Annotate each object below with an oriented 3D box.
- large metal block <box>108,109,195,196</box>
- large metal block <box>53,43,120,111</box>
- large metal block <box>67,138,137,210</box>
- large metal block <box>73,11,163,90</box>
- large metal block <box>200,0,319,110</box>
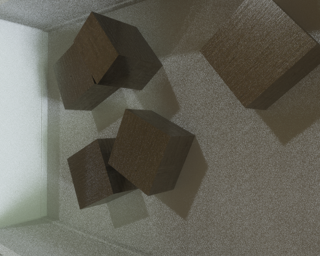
[{"bbox_3d":[-0.013,0.028,0.401,0.080,0.050,0.079,31,110,35],"label":"large metal block"},{"bbox_3d":[-0.117,-0.082,0.487,0.080,0.050,0.080,-31,71,35],"label":"large metal block"},{"bbox_3d":[-0.086,0.067,0.462,0.080,0.050,0.080,-31,71,36],"label":"large metal block"},{"bbox_3d":[-0.056,-0.101,0.417,0.050,0.081,0.080,-46,63,30],"label":"large metal block"},{"bbox_3d":[0.101,-0.075,0.307,0.080,0.050,0.080,-46,63,30],"label":"large metal block"}]
